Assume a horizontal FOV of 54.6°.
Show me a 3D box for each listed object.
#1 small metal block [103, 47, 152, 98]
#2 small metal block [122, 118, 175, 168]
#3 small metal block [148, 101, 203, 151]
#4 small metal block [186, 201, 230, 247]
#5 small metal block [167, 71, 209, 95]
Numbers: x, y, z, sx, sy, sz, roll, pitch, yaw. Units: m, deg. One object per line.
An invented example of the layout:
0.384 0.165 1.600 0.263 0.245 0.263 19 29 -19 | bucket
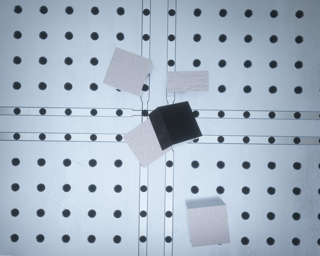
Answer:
-0.042 -0.073 0.413 0.050 0.025 0.050 20 90 0 | small metal block
-0.014 0.018 0.413 0.050 0.025 0.050 -34 90 0 | small metal block
0.020 -0.003 0.397 0.050 0.025 0.050 -14 78 -37 | small metal block
0.064 0.127 0.414 0.050 0.025 0.050 -6 90 0 | small metal block
0.034 -0.057 0.401 0.050 0.050 0.025 -1 90 0 | small metal block
